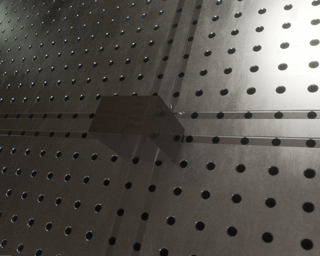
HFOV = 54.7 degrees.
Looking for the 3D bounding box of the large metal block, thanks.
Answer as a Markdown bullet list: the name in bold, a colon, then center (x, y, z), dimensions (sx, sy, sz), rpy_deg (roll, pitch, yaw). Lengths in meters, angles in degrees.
- **large metal block**: center (-0.026, 0.003, 0.383), dimensions (0.080, 0.080, 0.050), rpy_deg (3, 63, 29)
